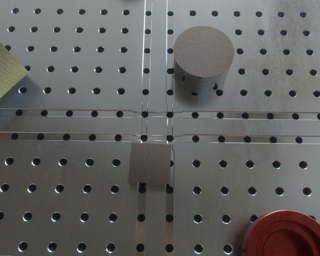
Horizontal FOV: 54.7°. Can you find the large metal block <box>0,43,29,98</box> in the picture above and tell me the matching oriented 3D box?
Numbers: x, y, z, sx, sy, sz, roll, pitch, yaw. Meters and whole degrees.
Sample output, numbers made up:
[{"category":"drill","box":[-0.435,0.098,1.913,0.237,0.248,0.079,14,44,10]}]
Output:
[{"category":"large metal block","box":[-0.238,-0.079,0.402,0.050,0.080,0.080,27,70,41]}]

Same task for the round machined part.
[{"category":"round machined part","box":[0.141,0.145,0.351,0.099,0.042,0.098,0,70,0]}]

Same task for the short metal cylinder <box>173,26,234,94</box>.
[{"category":"short metal cylinder","box":[0.058,-0.094,0.433,0.081,0.050,0.080,0,70,0]}]

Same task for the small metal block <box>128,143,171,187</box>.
[{"category":"small metal block","box":[-0.012,0.047,0.394,0.050,0.025,0.050,3,70,1]}]
